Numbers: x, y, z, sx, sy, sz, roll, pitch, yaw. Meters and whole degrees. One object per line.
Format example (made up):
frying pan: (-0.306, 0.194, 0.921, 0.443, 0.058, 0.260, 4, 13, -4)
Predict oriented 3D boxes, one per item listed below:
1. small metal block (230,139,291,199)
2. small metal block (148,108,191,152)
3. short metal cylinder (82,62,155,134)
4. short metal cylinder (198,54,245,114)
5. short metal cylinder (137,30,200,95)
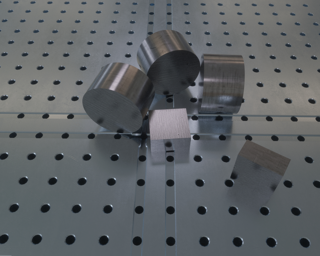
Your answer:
small metal block: (0.112, 0.047, 0.353, 0.050, 0.050, 0.025, 27, 55, 20)
small metal block: (0.012, 0.002, 0.406, 0.050, 0.025, 0.050, -3, 50, -3)
short metal cylinder: (-0.053, -0.038, 0.403, 0.080, 0.080, 0.050, 13, 51, 11)
short metal cylinder: (0.081, -0.060, 0.423, 0.050, 0.080, 0.080, 3, 50, 2)
short metal cylinder: (0.012, -0.094, 0.451, 0.081, 0.080, 0.050, -14, 52, -12)
